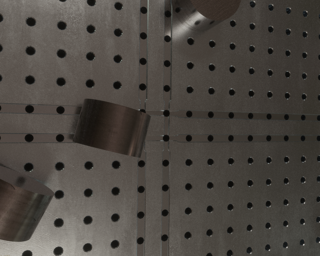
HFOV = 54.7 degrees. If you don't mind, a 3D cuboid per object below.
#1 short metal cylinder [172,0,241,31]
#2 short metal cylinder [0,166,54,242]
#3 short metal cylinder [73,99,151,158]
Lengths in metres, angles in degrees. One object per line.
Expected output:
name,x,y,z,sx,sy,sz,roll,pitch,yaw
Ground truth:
short metal cylinder,0.063,-0.179,0.423,0.081,0.050,0.079,0,90,-20
short metal cylinder,-0.161,0.076,0.324,0.080,0.080,0.050,29,81,-18
short metal cylinder,-0.056,0.001,0.364,0.081,0.080,0.050,16,85,-20
